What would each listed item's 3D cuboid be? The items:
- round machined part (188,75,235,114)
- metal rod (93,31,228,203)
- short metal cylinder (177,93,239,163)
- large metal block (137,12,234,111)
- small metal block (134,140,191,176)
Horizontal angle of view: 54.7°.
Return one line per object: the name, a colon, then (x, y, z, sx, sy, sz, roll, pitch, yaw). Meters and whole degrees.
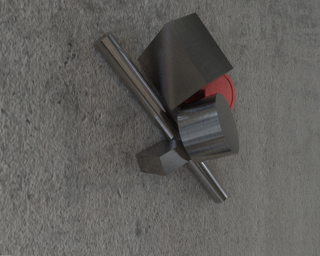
round machined part: (0.074, -0.049, 0.459, 0.099, 0.042, 0.097, 0, 90, -40)
metal rod: (0.015, 0.003, 0.421, 0.025, 0.025, 0.300, -53, 121, -27)
short metal cylinder: (0.063, 0.000, 0.397, 0.080, 0.050, 0.080, 43, 39, -47)
large metal block: (0.028, -0.079, 0.382, 0.050, 0.080, 0.080, -33, 89, -34)
small metal block: (0.005, 0.036, 0.397, 0.050, 0.050, 0.025, -27, 107, -38)
